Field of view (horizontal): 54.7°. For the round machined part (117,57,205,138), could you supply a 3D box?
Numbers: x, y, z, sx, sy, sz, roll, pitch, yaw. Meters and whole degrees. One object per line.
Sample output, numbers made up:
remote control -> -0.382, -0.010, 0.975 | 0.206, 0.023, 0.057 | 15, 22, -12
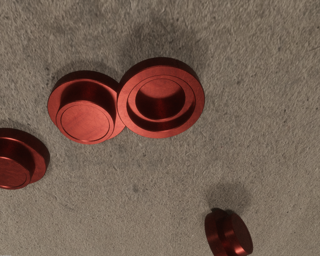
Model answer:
round machined part -> 0.000, -0.038, 0.359 | 0.099, 0.042, 0.097 | -4, 129, -5

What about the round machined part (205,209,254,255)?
round machined part -> 0.119, 0.182, 0.516 | 0.042, 0.098, 0.098 | -32, 124, 24

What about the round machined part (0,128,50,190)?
round machined part -> -0.211, 0.050, 0.435 | 0.099, 0.042, 0.097 | -1, 130, 0

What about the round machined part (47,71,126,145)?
round machined part -> -0.088, -0.018, 0.380 | 0.099, 0.042, 0.097 | 0, 130, 0
